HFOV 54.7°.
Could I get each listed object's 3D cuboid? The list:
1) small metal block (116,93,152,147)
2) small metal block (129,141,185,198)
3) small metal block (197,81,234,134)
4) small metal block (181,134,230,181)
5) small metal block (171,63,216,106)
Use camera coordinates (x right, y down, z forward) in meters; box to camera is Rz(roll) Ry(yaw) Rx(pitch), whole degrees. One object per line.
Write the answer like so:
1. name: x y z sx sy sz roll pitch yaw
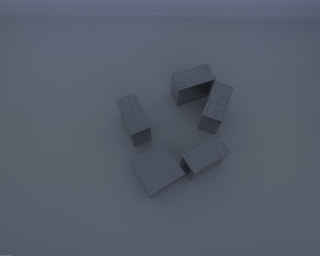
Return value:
1. small metal block: -0.033 -0.009 0.399 0.025 0.050 0.050 -22 72 -8
2. small metal block: -0.004 0.053 0.390 0.050 0.025 0.050 -31 73 -11
3. small metal block: 0.072 -0.025 0.406 0.025 0.050 0.050 21 71 7
4. small metal block: 0.054 0.038 0.383 0.050 0.050 0.025 -30 73 -10
5. small metal block: 0.043 -0.057 0.417 0.050 0.050 0.025 -18 71 -6
